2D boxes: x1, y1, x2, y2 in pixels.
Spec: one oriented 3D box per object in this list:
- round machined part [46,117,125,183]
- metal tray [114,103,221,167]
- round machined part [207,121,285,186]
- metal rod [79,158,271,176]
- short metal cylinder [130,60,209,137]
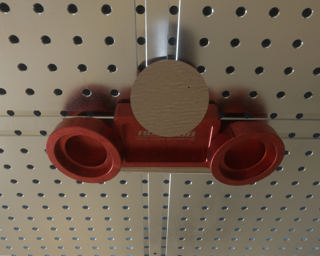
[{"bbox_3d":[-0.094,0.025,0.409,0.099,0.042,0.097,5,128,6],"label":"round machined part"},{"bbox_3d":[0.008,0.012,0.413,0.131,0.030,0.089,0,131,-1],"label":"metal tray"},{"bbox_3d":[0.110,0.029,0.415,0.099,0.042,0.097,-5,129,-6],"label":"round machined part"},{"bbox_3d":[0.010,0.055,0.453,0.302,0.025,0.025,1,130,-2],"label":"metal rod"},{"bbox_3d":[0.010,-0.035,0.341,0.081,0.050,0.079,0,104,0],"label":"short metal cylinder"}]
